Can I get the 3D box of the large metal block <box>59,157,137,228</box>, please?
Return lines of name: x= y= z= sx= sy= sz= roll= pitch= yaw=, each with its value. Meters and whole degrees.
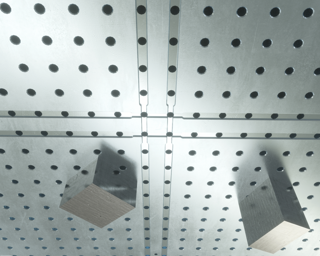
large metal block: x=-0.094 y=0.103 z=0.482 sx=0.080 sy=0.050 sz=0.080 roll=-37 pitch=121 yaw=27

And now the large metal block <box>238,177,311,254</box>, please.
large metal block: x=0.178 y=0.140 z=0.496 sx=0.050 sy=0.080 sz=0.080 roll=22 pitch=127 yaw=-18
